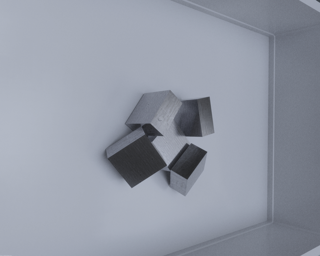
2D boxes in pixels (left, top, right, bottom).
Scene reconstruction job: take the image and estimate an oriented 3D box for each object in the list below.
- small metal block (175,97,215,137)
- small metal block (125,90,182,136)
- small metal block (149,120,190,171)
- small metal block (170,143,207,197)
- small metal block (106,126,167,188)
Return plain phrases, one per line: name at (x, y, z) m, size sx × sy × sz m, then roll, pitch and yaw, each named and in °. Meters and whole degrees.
small metal block at (0.044, -0.015, 0.427) m, size 0.025 × 0.050 × 0.050 m, roll -15°, pitch 100°, yaw -40°
small metal block at (-0.008, -0.018, 0.383) m, size 0.025 × 0.050 × 0.050 m, roll 44°, pitch 63°, yaw -31°
small metal block at (0.007, 0.021, 0.412) m, size 0.050 × 0.025 × 0.050 m, roll -50°, pitch 120°, yaw -29°
small metal block at (0.039, 0.057, 0.422) m, size 0.050 × 0.025 × 0.050 m, roll -49°, pitch 156°, yaw -29°
small metal block at (-0.028, 0.035, 0.368) m, size 0.050 × 0.025 × 0.050 m, roll -33°, pitch 115°, yaw 0°
